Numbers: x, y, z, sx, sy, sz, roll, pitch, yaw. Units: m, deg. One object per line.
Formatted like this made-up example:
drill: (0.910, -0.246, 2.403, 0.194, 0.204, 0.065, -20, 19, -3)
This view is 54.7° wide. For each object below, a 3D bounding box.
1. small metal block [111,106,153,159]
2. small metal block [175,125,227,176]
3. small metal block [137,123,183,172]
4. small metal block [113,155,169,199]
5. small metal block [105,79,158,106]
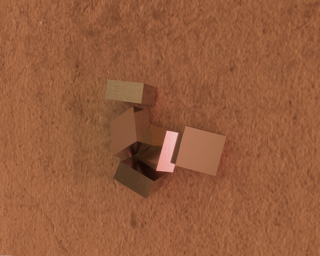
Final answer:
small metal block: (-0.038, 0.007, 0.404, 0.050, 0.025, 0.050, -31, 55, 38)
small metal block: (0.050, 0.027, 0.384, 0.050, 0.025, 0.050, 14, 95, 4)
small metal block: (-0.001, 0.024, 0.395, 0.050, 0.025, 0.050, 23, 99, 56)
small metal block: (-0.024, 0.061, 0.402, 0.050, 0.050, 0.025, 28, 105, 17)
small metal block: (-0.036, -0.046, 0.407, 0.050, 0.050, 0.025, 9, 93, 19)
